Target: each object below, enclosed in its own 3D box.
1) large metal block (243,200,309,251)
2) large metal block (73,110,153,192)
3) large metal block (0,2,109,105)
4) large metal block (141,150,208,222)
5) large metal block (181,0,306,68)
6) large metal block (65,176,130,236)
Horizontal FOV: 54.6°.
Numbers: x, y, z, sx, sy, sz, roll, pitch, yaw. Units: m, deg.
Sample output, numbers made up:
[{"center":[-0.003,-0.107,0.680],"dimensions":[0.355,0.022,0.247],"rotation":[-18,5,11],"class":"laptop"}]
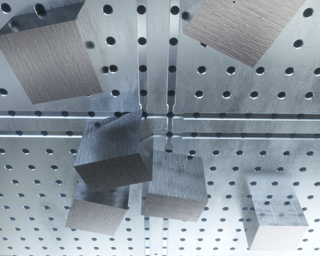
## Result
[{"center":[0.199,0.171,0.542],"dimensions":[0.080,0.050,0.080],"rotation":[1,130,-1],"class":"large metal block"},{"center":[-0.055,0.029,0.399],"dimensions":[0.080,0.080,0.050],"rotation":[-12,129,10],"class":"large metal block"},{"center":[-0.108,-0.078,0.328],"dimensions":[0.080,0.050,0.080],"rotation":[-9,130,7],"class":"large metal block"},{"center":[0.018,0.082,0.445],"dimensions":[0.080,0.080,0.050],"rotation":[10,129,-9],"class":"large metal block"},{"center":[0.076,-0.117,0.296],"dimensions":[0.080,0.050,0.080],"rotation":[21,127,-17],"class":"large metal block"},{"center":[-0.100,0.125,0.500],"dimensions":[0.080,0.050,0.080],"rotation":[16,128,-13],"class":"large metal block"}]
